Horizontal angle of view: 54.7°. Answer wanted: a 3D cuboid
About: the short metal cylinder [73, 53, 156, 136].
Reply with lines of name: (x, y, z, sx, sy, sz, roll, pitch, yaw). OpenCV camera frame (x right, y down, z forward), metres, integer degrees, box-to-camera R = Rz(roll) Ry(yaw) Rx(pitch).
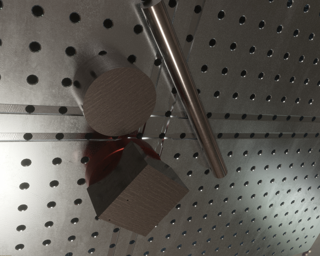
short metal cylinder: (-0.051, -0.038, 0.345, 0.081, 0.050, 0.079, -14, 124, -21)

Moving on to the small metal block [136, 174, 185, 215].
small metal block: (0.001, 0.104, 0.478, 0.050, 0.025, 0.050, 24, 105, -37)

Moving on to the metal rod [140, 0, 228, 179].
metal rod: (0.045, -0.029, 0.419, 0.025, 0.025, 0.299, -33, 129, -7)

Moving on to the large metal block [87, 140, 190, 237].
large metal block: (-0.026, 0.075, 0.374, 0.080, 0.050, 0.080, -48, 130, 5)

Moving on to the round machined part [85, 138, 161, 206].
round machined part: (-0.050, 0.055, 0.408, 0.099, 0.042, 0.097, -14, 125, -21)
